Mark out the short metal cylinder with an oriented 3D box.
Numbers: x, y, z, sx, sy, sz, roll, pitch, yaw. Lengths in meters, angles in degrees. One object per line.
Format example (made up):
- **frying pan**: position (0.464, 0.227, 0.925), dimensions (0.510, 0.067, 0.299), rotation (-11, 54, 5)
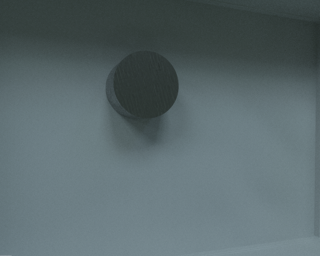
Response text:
- **short metal cylinder**: position (-0.023, -0.051, 0.388), dimensions (0.081, 0.050, 0.080), rotation (0, 90, -20)
